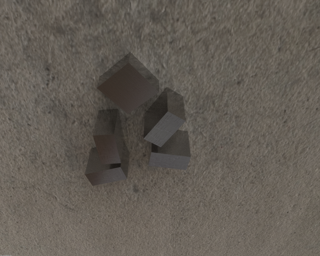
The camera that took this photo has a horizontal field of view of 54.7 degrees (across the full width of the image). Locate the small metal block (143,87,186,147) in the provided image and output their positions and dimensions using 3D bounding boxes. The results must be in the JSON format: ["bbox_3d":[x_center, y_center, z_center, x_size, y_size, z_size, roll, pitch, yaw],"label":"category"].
[{"bbox_3d":[0.005,-0.014,0.379,0.025,0.050,0.050,28,125,-22],"label":"small metal block"}]

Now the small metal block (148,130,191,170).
[{"bbox_3d":[0.012,0.027,0.414,0.050,0.050,0.025,8,130,-7],"label":"small metal block"}]

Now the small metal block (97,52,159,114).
[{"bbox_3d":[-0.036,-0.051,0.363,0.050,0.025,0.050,-33,123,24],"label":"small metal block"}]

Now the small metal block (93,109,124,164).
[{"bbox_3d":[-0.065,0.011,0.399,0.025,0.050,0.050,-4,130,3],"label":"small metal block"}]

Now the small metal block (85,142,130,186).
[{"bbox_3d":[-0.072,0.049,0.431,0.050,0.050,0.025,-13,129,10],"label":"small metal block"}]
